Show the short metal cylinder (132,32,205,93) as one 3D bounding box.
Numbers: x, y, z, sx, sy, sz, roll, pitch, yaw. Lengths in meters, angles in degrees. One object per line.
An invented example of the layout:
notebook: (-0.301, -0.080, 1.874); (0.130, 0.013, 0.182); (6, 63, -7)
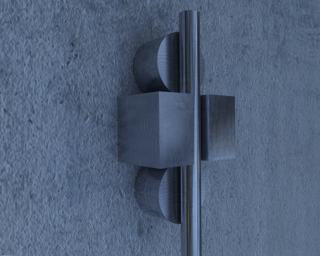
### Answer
short metal cylinder: (0.012, -0.078, 0.399); (0.081, 0.050, 0.080); (0, 89, -40)

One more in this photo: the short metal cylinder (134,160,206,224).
short metal cylinder: (0.013, 0.078, 0.402); (0.081, 0.050, 0.080); (0, 89, -40)

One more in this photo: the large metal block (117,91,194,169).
large metal block: (-0.007, 0.002, 0.364); (0.050, 0.080, 0.080); (-1, 91, -40)

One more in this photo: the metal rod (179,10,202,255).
metal rod: (0.036, 0.013, 0.371); (0.025, 0.025, 0.298); (-1, 90, -40)

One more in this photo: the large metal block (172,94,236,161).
large metal block: (0.052, -0.001, 0.413); (0.050, 0.080, 0.080); (-1, 91, -40)
